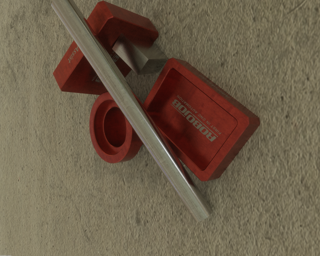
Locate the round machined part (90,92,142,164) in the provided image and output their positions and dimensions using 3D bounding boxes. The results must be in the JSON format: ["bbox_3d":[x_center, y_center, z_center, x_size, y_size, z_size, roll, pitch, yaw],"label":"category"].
[{"bbox_3d":[-0.054,-0.002,0.433,0.098,0.042,0.097,5,96,45],"label":"round machined part"}]

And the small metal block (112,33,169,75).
[{"bbox_3d":[-0.024,-0.096,0.402,0.050,0.050,0.025,47,121,13],"label":"small metal block"}]

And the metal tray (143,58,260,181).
[{"bbox_3d":[0.040,-0.012,0.369,0.130,0.030,0.089,45,117,30],"label":"metal tray"}]

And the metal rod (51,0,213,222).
[{"bbox_3d":[-0.031,-0.021,0.361,0.025,0.025,0.299,-32,92,35],"label":"metal rod"}]

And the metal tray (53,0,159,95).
[{"bbox_3d":[-0.074,-0.100,0.422,0.129,0.091,0.030,-45,64,30],"label":"metal tray"}]
